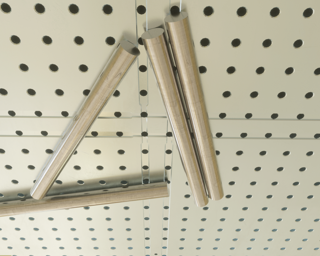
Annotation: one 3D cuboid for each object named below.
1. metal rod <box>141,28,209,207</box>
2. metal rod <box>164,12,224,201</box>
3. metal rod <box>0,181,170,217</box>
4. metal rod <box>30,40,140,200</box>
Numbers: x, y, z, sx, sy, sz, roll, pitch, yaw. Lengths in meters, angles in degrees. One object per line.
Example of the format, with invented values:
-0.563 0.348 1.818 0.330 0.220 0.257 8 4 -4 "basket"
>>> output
0.030 0.010 0.420 0.025 0.025 0.299 -11 129 9 "metal rod"
0.054 -0.003 0.409 0.025 0.025 0.299 -11 130 9 "metal rod"
-0.135 0.118 0.510 0.301 0.025 0.025 -8 130 7 "metal rod"
-0.114 0.008 0.417 0.025 0.025 0.299 26 125 -21 "metal rod"
